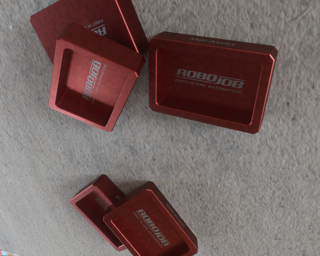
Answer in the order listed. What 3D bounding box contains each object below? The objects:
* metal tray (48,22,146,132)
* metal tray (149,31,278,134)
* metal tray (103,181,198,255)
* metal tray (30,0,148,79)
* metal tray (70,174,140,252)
[{"bbox_3d":[-0.082,-0.053,0.376,0.090,0.030,0.129,24,143,-9],"label":"metal tray"},{"bbox_3d":[0.053,-0.051,0.343,0.130,0.030,0.089,14,124,20],"label":"metal tray"},{"bbox_3d":[-0.013,0.158,0.482,0.090,0.030,0.130,-34,101,11],"label":"metal tray"},{"bbox_3d":[-0.087,-0.115,0.377,0.130,0.030,0.090,-10,113,32],"label":"metal tray"},{"bbox_3d":[-0.084,0.150,0.538,0.130,0.030,0.090,48,128,-7],"label":"metal tray"}]
